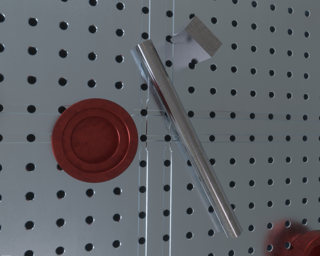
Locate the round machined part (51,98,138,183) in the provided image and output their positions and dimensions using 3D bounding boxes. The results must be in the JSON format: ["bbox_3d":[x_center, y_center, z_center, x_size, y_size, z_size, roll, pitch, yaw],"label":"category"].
[{"bbox_3d":[-0.079,0.014,0.375,0.099,0.042,0.097,0,90,-20],"label":"round machined part"}]

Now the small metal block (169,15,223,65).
[{"bbox_3d":[0.047,-0.116,0.417,0.050,0.050,0.025,42,77,-16],"label":"small metal block"}]

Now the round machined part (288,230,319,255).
[{"bbox_3d":[0.246,0.211,0.495,0.099,0.042,0.097,0,90,-20],"label":"round machined part"}]

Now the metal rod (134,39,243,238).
[{"bbox_3d":[0.043,0.021,0.428,0.025,0.025,0.299,-30,100,-18],"label":"metal rod"}]
